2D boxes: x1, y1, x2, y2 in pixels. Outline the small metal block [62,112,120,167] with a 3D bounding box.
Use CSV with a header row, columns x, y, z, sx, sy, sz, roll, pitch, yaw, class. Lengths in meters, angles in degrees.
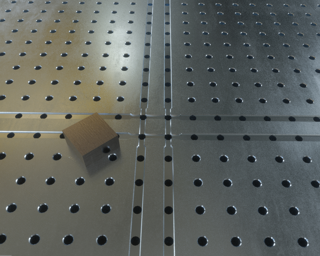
x,y,z,sx,sy,sz,roll,pitch,yaw,class
-0.087,0.014,0.395,0.050,0.025,0.050,-32,57,-24,small metal block
